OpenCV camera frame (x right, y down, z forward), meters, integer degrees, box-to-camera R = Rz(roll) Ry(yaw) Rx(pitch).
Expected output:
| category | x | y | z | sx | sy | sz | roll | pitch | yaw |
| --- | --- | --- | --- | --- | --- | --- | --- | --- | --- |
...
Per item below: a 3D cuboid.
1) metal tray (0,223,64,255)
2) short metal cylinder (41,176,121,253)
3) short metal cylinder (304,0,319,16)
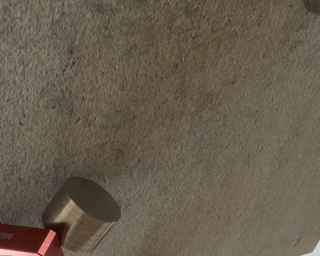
| category | x | y | z | sx | sy | sz | roll | pitch | yaw |
| --- | --- | --- | --- | --- | --- | --- | --- | --- | --- |
| metal tray | -0.177 | 0.151 | 0.356 | 0.131 | 0.030 | 0.089 | 3 | 124 | 10 |
| short metal cylinder | -0.096 | 0.106 | 0.384 | 0.080 | 0.080 | 0.050 | 31 | 101 | -38 |
| short metal cylinder | 0.236 | -0.181 | 0.399 | 0.081 | 0.050 | 0.079 | -21 | 135 | -22 |
